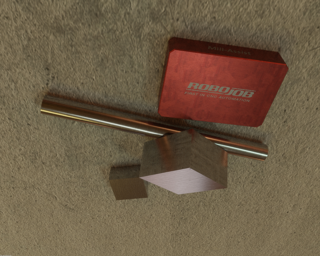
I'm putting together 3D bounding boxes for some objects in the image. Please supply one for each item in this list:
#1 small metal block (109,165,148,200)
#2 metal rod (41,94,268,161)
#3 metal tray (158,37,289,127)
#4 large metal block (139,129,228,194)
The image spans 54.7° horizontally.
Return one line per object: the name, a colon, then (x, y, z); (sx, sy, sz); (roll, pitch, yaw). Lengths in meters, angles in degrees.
small metal block: (-0.047, 0.085, 0.479); (0.050, 0.025, 0.050); (-6, 130, 4)
metal rod: (0.002, 0.003, 0.409); (0.302, 0.025, 0.025); (13, 129, -11)
metal tray: (0.068, -0.050, 0.362); (0.131, 0.030, 0.089); (6, 130, -6)
large metal block: (0.032, 0.048, 0.407); (0.080, 0.050, 0.080); (-18, 144, 38)
